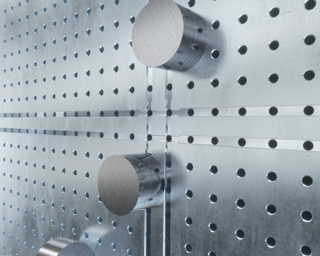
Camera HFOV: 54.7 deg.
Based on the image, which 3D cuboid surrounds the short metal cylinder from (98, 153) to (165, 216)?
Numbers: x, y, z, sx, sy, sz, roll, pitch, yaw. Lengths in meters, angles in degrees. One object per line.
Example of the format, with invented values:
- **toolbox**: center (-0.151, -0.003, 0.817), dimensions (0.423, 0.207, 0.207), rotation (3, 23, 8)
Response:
- **short metal cylinder**: center (-0.040, 0.075, 0.426), dimensions (0.080, 0.050, 0.079), rotation (0, 90, 40)

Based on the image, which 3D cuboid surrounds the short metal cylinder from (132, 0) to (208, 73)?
- **short metal cylinder**: center (0.011, -0.112, 0.384), dimensions (0.080, 0.050, 0.079), rotation (0, 90, 40)

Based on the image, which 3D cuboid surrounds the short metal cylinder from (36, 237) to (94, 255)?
- **short metal cylinder**: center (-0.155, 0.222, 0.501), dimensions (0.050, 0.081, 0.080), rotation (-6, 86, 40)
